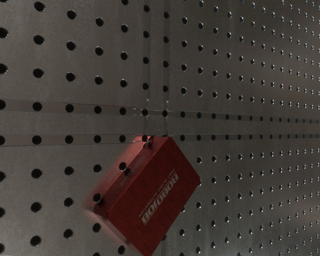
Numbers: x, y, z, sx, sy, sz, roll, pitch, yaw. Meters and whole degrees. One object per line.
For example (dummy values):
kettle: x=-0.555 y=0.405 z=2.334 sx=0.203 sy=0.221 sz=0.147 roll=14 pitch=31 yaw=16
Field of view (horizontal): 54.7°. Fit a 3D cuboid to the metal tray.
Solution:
metal tray: x=-0.010 y=0.085 z=0.400 sx=0.130 sy=0.030 sz=0.090 roll=-50 pitch=120 yaw=-28
